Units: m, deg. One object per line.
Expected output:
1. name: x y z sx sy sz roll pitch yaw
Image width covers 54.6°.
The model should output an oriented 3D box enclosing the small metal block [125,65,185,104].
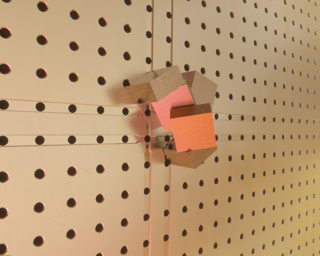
1. small metal block: -0.006 -0.053 0.386 0.050 0.050 0.025 -37 113 -34

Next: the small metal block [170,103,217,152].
1. small metal block: 0.042 0.000 0.390 0.025 0.050 0.050 -87 166 -59

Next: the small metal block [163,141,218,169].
1. small metal block: 0.042 0.029 0.426 0.050 0.050 0.025 -36 115 -34

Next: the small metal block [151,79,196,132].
1. small metal block: 0.020 -0.029 0.406 0.025 0.050 0.050 -79 146 -66

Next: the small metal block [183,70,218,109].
1. small metal block: 0.054 -0.049 0.453 0.050 0.025 0.050 24 75 -37
